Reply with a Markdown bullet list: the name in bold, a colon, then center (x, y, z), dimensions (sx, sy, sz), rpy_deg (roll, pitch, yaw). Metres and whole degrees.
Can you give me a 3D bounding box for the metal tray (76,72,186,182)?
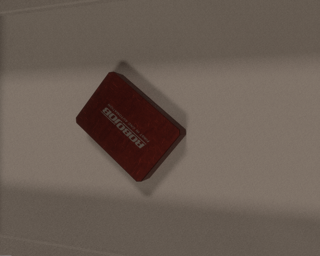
- **metal tray**: center (-0.042, -0.003, 0.421), dimensions (0.130, 0.030, 0.090), rpy_deg (42, 103, 14)
